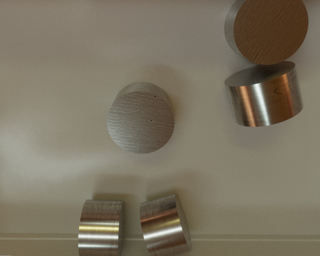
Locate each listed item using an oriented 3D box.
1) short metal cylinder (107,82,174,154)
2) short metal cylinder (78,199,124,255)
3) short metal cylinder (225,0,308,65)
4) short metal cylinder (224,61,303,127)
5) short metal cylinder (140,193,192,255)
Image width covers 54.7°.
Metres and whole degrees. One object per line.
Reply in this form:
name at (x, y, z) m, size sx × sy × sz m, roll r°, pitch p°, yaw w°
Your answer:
short metal cylinder at (-0.023, -0.014, 0.393) m, size 0.081 × 0.050 × 0.079 m, roll 0°, pitch 110°, yaw -1°
short metal cylinder at (-0.079, 0.141, 0.433) m, size 0.050 × 0.080 × 0.079 m, roll 2°, pitch 110°, yaw -1°
short metal cylinder at (0.119, -0.117, 0.357) m, size 0.081 × 0.050 × 0.079 m, roll 0°, pitch 110°, yaw -1°
short metal cylinder at (0.123, -0.042, 0.368) m, size 0.080 × 0.080 × 0.050 m, roll -18°, pitch 109°, yaw 6°
short metal cylinder at (0.009, 0.137, 0.433) m, size 0.050 × 0.080 × 0.080 m, roll -17°, pitch 109°, yaw 6°
